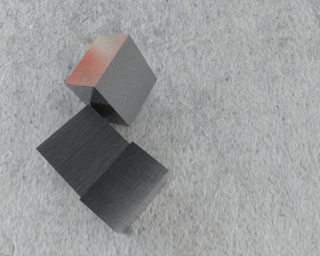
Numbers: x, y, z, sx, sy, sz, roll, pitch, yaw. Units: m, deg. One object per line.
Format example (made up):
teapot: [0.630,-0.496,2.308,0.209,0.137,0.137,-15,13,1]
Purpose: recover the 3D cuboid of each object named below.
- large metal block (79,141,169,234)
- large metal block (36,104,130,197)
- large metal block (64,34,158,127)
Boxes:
large metal block: [-0.036,0.071,0.353,0.050,0.080,0.080,38,74,12]
large metal block: [-0.087,0.032,0.382,0.080,0.050,0.080,43,75,13]
large metal block: [-0.057,-0.059,0.389,0.050,0.080,0.080,11,63,34]
